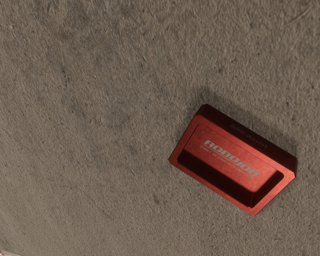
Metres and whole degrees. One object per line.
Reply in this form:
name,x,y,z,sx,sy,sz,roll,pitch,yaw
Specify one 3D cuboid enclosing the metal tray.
metal tray,0.086,0.040,0.382,0.130,0.030,0.089,32,128,6
